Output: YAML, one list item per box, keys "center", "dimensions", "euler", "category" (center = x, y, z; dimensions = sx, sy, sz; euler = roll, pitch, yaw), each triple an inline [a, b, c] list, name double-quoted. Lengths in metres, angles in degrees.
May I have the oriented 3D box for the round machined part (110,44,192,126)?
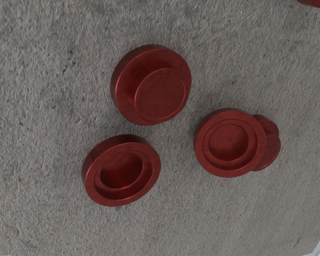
- center: [-0.005, -0.045, 0.365]
  dimensions: [0.099, 0.042, 0.097]
  euler: [-14, 124, -21]
  category: "round machined part"

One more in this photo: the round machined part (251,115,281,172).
- center: [0.153, 0.031, 0.498]
  dimensions: [0.099, 0.042, 0.097]
  euler: [-14, 124, -21]
  category: "round machined part"

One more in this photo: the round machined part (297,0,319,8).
- center: [0.195, -0.201, 0.378]
  dimensions: [0.099, 0.042, 0.097]
  euler: [-14, 124, -21]
  category: "round machined part"

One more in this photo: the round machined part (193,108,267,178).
- center: [0.097, 0.018, 0.442]
  dimensions: [0.099, 0.042, 0.097]
  euler: [0, 107, 0]
  category: "round machined part"

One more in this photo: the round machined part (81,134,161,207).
- center: [-0.052, 0.050, 0.398]
  dimensions: [0.099, 0.042, 0.097]
  euler: [-14, 124, -21]
  category: "round machined part"
